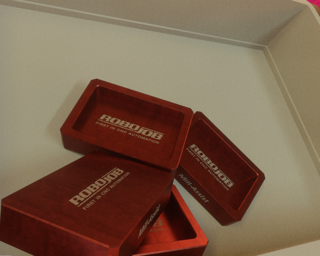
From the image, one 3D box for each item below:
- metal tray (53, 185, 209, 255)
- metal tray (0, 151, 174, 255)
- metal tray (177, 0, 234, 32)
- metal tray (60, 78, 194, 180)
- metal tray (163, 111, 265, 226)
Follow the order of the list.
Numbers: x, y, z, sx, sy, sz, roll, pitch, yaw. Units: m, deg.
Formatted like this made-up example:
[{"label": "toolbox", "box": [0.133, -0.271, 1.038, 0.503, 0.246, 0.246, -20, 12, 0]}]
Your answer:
[{"label": "metal tray", "box": [-0.030, 0.095, 0.300, 0.131, 0.030, 0.090, 3, 30, -27]}, {"label": "metal tray", "box": [-0.050, 0.062, 0.260, 0.090, 0.030, 0.131, 16, 16, 15]}, {"label": "metal tray", "box": [0.078, -0.249, 0.599, 0.091, 0.030, 0.130, -4, 64, -30]}, {"label": "metal tray", "box": [-0.035, 0.000, 0.360, 0.131, 0.030, 0.090, 18, 53, 3]}, {"label": "metal tray", "box": [0.068, 0.050, 0.407, 0.130, 0.030, 0.090, 45, 51, 3]}]
